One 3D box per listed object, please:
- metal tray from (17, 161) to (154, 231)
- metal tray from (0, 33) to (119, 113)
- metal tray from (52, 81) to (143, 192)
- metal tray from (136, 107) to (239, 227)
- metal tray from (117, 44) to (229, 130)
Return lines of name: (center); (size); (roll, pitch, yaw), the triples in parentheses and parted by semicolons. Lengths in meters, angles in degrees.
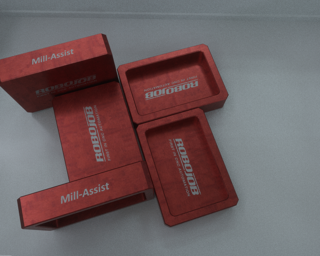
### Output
metal tray: (-0.073, 0.078, 0.343); (0.131, 0.090, 0.030); (-16, 71, -6)
metal tray: (-0.122, -0.066, 0.394); (0.131, 0.090, 0.030); (-17, 71, -7)
metal tray: (-0.079, 0.011, 0.399); (0.091, 0.030, 0.130); (-16, 71, -6)
metal tray: (0.031, 0.047, 0.388); (0.091, 0.030, 0.130); (-16, 71, -6)
metal tray: (0.016, -0.057, 0.426); (0.131, 0.030, 0.090); (-16, 71, -6)
